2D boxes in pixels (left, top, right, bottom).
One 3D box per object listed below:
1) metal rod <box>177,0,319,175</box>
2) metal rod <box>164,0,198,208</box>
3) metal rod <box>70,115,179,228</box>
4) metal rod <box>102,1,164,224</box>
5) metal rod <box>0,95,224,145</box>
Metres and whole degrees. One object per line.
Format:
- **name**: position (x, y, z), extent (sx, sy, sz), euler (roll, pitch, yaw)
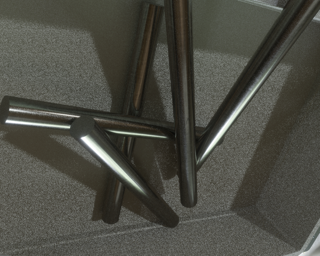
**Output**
- **metal rod**: position (0.080, -0.019, 0.357), extent (0.025, 0.025, 0.298), euler (-7, 146, -25)
- **metal rod**: position (0.029, -0.006, 0.364), extent (0.025, 0.025, 0.298), euler (-21, 132, -16)
- **metal rod**: position (-0.025, 0.077, 0.399), extent (0.025, 0.025, 0.299), euler (-36, 143, -5)
- **metal rod**: position (-0.039, 0.000, 0.388), extent (0.025, 0.025, 0.298), euler (-1, 119, -29)
- **metal rod**: position (-0.022, 0.000, 0.364), extent (0.302, 0.025, 0.025), euler (8, 115, -43)
